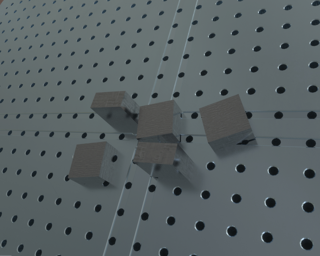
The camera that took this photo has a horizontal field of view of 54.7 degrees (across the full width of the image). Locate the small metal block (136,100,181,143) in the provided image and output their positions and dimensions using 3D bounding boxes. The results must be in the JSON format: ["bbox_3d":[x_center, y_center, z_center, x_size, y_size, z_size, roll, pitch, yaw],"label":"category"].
[{"bbox_3d":[-0.001,-0.006,0.411,0.050,0.025,0.050,-10,58,22],"label":"small metal block"}]

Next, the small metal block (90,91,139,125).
[{"bbox_3d":[-0.061,-0.027,0.439,0.050,0.050,0.025,0,62,28],"label":"small metal block"}]

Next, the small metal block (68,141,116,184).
[{"bbox_3d":[-0.093,0.048,0.425,0.050,0.025,0.050,-7,59,24],"label":"small metal block"}]

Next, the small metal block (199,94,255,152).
[{"bbox_3d":[0.079,-0.006,0.370,0.050,0.025,0.050,-20,54,15],"label":"small metal block"}]

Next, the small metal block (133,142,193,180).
[{"bbox_3d":[0.005,0.039,0.365,0.050,0.050,0.025,1,62,28],"label":"small metal block"}]
